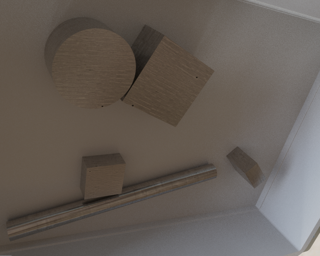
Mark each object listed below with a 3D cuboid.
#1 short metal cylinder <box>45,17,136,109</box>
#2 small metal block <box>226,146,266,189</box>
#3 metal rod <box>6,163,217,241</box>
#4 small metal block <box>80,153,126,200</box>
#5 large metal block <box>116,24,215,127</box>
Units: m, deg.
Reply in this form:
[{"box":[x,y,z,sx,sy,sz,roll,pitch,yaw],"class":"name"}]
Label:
[{"box":[-0.071,-0.066,0.314,0.081,0.050,0.079,-14,124,-21],"class":"short metal cylinder"},{"box":[0.143,0.065,0.514,0.025,0.050,0.050,-40,130,-1],"class":"small metal block"},{"box":[-0.052,0.099,0.443,0.303,0.025,0.025,-12,124,-22],"class":"metal rod"},{"box":[-0.076,0.063,0.407,0.050,0.025,0.050,-4,120,-27],"class":"small metal block"},{"box":[0.001,-0.058,0.358,0.080,0.050,0.080,25,105,-37],"class":"large metal block"}]
